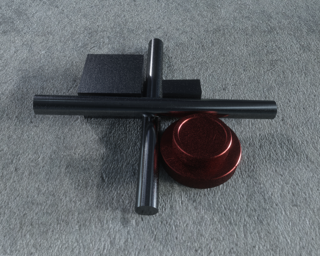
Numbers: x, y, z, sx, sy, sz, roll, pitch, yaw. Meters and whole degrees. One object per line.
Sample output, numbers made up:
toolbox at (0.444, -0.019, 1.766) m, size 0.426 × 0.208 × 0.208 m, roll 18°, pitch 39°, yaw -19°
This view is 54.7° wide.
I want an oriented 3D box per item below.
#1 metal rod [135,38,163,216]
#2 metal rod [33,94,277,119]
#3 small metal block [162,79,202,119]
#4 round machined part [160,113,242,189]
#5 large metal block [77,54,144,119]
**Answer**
metal rod at (-0.011, -0.026, 0.427) m, size 0.025 × 0.025 × 0.300 m, roll 1°, pitch 50°, yaw 1°
metal rod at (-0.002, -0.026, 0.394) m, size 0.302 × 0.025 × 0.025 m, roll 1°, pitch 50°, yaw -5°
small metal block at (0.028, -0.039, 0.422) m, size 0.050 × 0.050 × 0.025 m, roll -1°, pitch 50°, yaw -1°
round machined part at (0.049, 0.021, 0.376) m, size 0.099 × 0.042 × 0.098 m, roll 0°, pitch 50°, yaw 0°
large metal block at (-0.064, -0.059, 0.436) m, size 0.081 × 0.050 × 0.080 m, roll 1°, pitch 50°, yaw 0°
